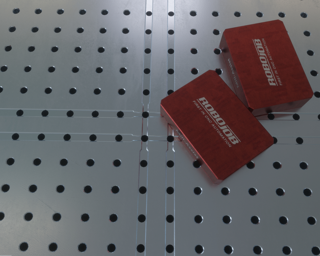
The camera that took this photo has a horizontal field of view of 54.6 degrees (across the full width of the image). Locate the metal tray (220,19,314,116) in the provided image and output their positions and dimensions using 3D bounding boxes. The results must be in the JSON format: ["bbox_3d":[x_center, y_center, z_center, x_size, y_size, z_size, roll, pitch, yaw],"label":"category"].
[{"bbox_3d":[0.148,-0.087,0.442,0.091,0.030,0.130,-12,70,-4],"label":"metal tray"}]

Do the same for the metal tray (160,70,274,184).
[{"bbox_3d":[0.072,-0.004,0.411,0.090,0.030,0.130,-33,73,-11],"label":"metal tray"}]
